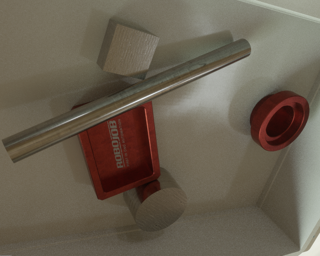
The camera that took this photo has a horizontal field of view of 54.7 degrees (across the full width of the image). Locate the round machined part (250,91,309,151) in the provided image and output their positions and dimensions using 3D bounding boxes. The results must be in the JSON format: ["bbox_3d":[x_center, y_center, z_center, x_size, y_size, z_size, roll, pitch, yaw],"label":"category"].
[{"bbox_3d":[0.183,-0.015,0.492,0.099,0.042,0.097,-14,125,-21],"label":"round machined part"}]

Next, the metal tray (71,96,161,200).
[{"bbox_3d":[-0.051,0.023,0.392,0.091,0.030,0.129,-19,126,-18],"label":"metal tray"}]

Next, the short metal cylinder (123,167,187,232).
[{"bbox_3d":[-0.007,0.104,0.455,0.081,0.050,0.079,-14,125,-21],"label":"short metal cylinder"}]

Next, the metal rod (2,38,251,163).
[{"bbox_3d":[-0.016,-0.041,0.345,0.302,0.025,0.025,-27,128,-22],"label":"metal rod"}]

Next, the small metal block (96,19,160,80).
[{"bbox_3d":[-0.035,-0.085,0.338,0.050,0.025,0.050,8,114,-33],"label":"small metal block"}]
